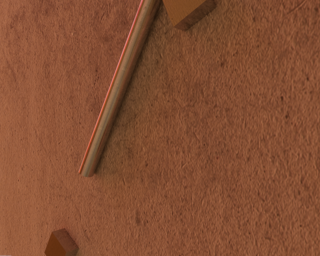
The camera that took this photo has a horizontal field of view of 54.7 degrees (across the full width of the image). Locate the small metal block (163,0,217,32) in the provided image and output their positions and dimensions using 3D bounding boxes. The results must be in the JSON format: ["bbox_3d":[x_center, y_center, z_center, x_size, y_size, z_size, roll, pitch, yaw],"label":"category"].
[{"bbox_3d":[0.034,-0.155,0.376,0.050,0.025,0.050,-30,71,35],"label":"small metal block"}]

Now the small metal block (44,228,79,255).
[{"bbox_3d":[-0.174,0.215,0.545,0.050,0.025,0.050,37,112,33],"label":"small metal block"}]

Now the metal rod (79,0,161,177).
[{"bbox_3d":[-0.062,-0.057,0.453,0.025,0.025,0.298,36,112,33],"label":"metal rod"}]
